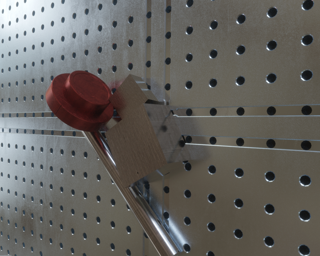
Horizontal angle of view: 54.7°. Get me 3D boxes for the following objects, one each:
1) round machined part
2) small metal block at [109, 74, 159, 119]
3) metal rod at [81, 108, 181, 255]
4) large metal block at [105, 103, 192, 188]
[{"bbox_3d":[-0.109,-0.045,0.449,0.042,0.099,0.098,-47,63,30],"label":"round machined part"},{"bbox_3d":[-0.037,-0.039,0.434,0.050,0.025,0.050,-46,63,22],"label":"small metal block"},{"bbox_3d":[-0.067,0.061,0.462,0.300,0.025,0.025,51,120,27],"label":"metal rod"},{"bbox_3d":[-0.017,0.024,0.405,0.080,0.050,0.080,-34,69,34],"label":"large metal block"}]
